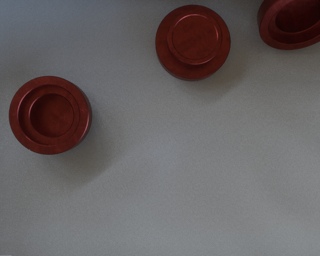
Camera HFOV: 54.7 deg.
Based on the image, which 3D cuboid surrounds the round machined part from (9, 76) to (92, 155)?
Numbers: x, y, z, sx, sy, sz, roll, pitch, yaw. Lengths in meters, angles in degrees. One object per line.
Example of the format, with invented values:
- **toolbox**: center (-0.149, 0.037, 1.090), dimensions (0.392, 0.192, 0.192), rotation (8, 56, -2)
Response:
- **round machined part**: center (-0.137, -0.016, 0.402), dimensions (0.099, 0.042, 0.097), rotation (0, 90, 0)

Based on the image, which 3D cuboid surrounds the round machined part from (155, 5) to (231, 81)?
- **round machined part**: center (0.043, -0.112, 0.403), dimensions (0.099, 0.042, 0.097), rotation (0, 90, 0)

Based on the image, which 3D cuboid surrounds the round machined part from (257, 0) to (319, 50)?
- **round machined part**: center (0.171, -0.146, 0.383), dimensions (0.099, 0.098, 0.042), rotation (0, 61, 0)
